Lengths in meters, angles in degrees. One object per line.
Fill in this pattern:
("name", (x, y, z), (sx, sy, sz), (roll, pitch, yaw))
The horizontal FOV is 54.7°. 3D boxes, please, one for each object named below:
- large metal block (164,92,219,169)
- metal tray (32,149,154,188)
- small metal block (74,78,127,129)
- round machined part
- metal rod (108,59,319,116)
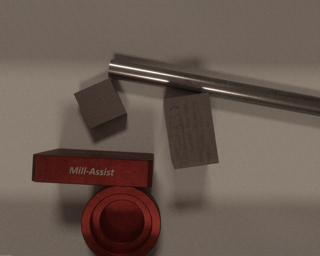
("large metal block", (0.035, 0.003, 0.384), (0.050, 0.080, 0.080), (-8, 90, 0))
("metal tray", (-0.074, 0.046, 0.378), (0.131, 0.090, 0.030), (3, 90, -1))
("small metal block", (-0.078, -0.032, 0.410), (0.050, 0.025, 0.050), (-24, 90, -1))
("round machined part", (-0.048, 0.119, 0.402), (0.099, 0.042, 0.097), (0, 90, -1))
("metal rod", (0.083, -0.052, 0.412), (0.302, 0.025, 0.025), (10, 90, -1))
